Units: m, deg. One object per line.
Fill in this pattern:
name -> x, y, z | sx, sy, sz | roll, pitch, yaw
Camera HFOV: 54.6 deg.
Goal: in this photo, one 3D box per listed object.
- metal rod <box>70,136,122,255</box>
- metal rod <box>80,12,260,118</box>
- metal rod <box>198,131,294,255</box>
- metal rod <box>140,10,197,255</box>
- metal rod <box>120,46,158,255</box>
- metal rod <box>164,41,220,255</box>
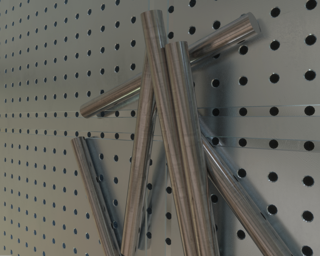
metal rod -> -0.087, 0.153, 0.482 | 0.025, 0.025, 0.299 | -34, 69, 35
metal rod -> -0.011, -0.069, 0.419 | 0.299, 0.025, 0.025 | -21, 77, 38
metal rod -> 0.088, 0.082, 0.337 | 0.025, 0.025, 0.299 | -49, 61, 29
metal rod -> 0.017, 0.018, 0.361 | 0.025, 0.025, 0.298 | -6, 97, 40
metal rod -> -0.024, 0.035, 0.411 | 0.025, 0.025, 0.298 | 20, 108, 38
metal rod -> 0.041, 0.056, 0.346 | 0.025, 0.025, 0.298 | -6, 96, 40
